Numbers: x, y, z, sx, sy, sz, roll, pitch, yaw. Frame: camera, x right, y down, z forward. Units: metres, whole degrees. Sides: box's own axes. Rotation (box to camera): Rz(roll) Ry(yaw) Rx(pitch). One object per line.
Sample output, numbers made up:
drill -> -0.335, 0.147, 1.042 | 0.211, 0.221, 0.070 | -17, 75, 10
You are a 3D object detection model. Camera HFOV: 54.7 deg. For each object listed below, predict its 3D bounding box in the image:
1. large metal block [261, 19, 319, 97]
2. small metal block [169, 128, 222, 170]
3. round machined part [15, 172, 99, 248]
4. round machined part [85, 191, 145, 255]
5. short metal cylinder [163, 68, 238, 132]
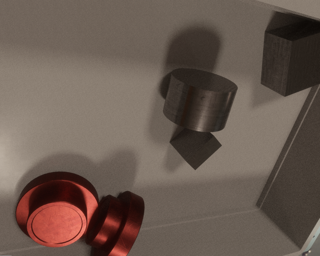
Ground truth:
large metal block -> 0.195, -0.101, 0.439 | 0.081, 0.050, 0.079 | -20, 126, -17
small metal block -> 0.049, 0.022, 0.435 | 0.050, 0.050, 0.025 | -43, 130, 1
round machined part -> -0.125, 0.106, 0.382 | 0.099, 0.042, 0.097 | -5, 114, -12
round machined part -> -0.064, 0.128, 0.412 | 0.042, 0.098, 0.098 | 30, 103, -16
short metal cylinder -> 0.048, -0.036, 0.379 | 0.081, 0.080, 0.050 | -2, 119, -28
